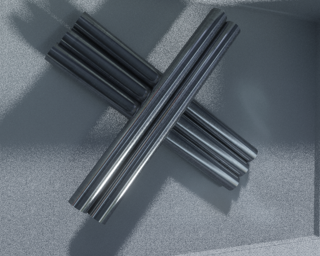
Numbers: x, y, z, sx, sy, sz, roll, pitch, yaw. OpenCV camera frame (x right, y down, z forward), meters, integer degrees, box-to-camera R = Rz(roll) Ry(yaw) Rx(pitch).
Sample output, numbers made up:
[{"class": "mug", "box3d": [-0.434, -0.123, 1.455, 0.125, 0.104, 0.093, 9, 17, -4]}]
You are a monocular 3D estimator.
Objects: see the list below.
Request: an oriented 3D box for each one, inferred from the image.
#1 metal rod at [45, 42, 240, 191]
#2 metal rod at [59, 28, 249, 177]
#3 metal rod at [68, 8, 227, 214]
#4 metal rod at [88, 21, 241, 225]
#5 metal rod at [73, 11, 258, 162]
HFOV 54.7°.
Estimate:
[{"class": "metal rod", "box3d": [-0.011, -0.005, 0.405, 0.301, 0.025, 0.025, 36, 79, -17]}, {"class": "metal rod", "box3d": [0.004, -0.024, 0.410, 0.301, 0.025, 0.025, 36, 79, -17]}, {"class": "metal rod", "box3d": [-0.007, -0.030, 0.379, 0.025, 0.025, 0.300, 39, 78, -16]}, {"class": "metal rod", "box3d": [0.012, -0.016, 0.387, 0.025, 0.025, 0.300, 39, 78, -16]}, {"class": "metal rod", "box3d": [0.019, -0.045, 0.416, 0.301, 0.025, 0.025, 36, 78, -17]}]
